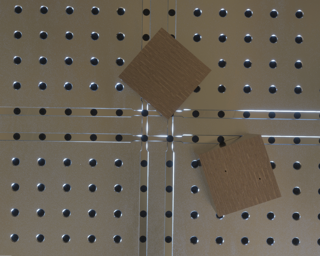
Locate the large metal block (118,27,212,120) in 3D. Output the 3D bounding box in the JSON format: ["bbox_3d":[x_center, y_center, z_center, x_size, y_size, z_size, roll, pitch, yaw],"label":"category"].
[{"bbox_3d":[0.006,-0.066,0.401,0.080,0.050,0.080,41,90,0],"label":"large metal block"}]

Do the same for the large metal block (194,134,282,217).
[{"bbox_3d":[0.097,0.058,0.402,0.080,0.050,0.080,-18,90,0],"label":"large metal block"}]
